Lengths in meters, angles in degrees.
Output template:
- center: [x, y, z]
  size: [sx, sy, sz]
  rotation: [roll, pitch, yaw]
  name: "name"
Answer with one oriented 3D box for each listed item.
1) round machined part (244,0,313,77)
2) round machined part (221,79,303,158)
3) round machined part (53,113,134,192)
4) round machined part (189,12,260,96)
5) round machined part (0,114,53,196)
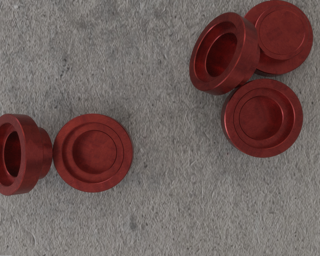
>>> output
- center: [0.151, -0.118, 0.402]
  size: [0.099, 0.042, 0.097]
  rotation: [0, 90, 0]
  name: "round machined part"
- center: [0.127, -0.013, 0.400]
  size: [0.099, 0.042, 0.097]
  rotation: [0, 94, -3]
  name: "round machined part"
- center: [-0.083, 0.031, 0.401]
  size: [0.099, 0.042, 0.097]
  rotation: [0, 90, 0]
  name: "round machined part"
- center: [0.082, -0.087, 0.381]
  size: [0.042, 0.098, 0.097]
  rotation: [16, 90, -29]
  name: "round machined part"
- center: [-0.170, 0.032, 0.384]
  size: [0.098, 0.042, 0.097]
  rotation: [-2, 87, 39]
  name: "round machined part"
